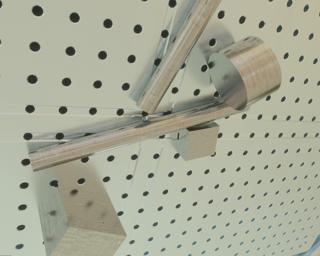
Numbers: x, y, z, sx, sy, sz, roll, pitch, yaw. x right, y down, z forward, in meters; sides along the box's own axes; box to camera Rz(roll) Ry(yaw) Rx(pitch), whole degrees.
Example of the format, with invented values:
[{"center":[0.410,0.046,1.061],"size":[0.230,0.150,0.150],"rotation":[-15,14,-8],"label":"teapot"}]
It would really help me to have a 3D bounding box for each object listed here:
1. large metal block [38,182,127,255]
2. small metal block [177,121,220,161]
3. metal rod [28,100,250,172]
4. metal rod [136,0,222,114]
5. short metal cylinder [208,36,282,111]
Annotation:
[{"center":[-0.101,0.123,0.398],"size":[0.080,0.080,0.050],"rotation":[26,104,-37],"label":"large metal block"},{"center":[0.056,0.017,0.454],"size":[0.050,0.025,0.050],"rotation":[-10,123,-24],"label":"small metal block"},{"center":[-0.011,0.001,0.407],"size":[0.302,0.025,0.025],"rotation":[-16,125,-20],"label":"metal rod"},{"center":[0.057,-0.148,0.352],"size":[0.025,0.025,0.299],"rotation":[22,107,-37],"label":"metal rod"},{"center":[0.105,-0.069,0.393],"size":[0.050,0.080,0.080],"rotation":[-28,128,-11],"label":"short metal cylinder"}]
